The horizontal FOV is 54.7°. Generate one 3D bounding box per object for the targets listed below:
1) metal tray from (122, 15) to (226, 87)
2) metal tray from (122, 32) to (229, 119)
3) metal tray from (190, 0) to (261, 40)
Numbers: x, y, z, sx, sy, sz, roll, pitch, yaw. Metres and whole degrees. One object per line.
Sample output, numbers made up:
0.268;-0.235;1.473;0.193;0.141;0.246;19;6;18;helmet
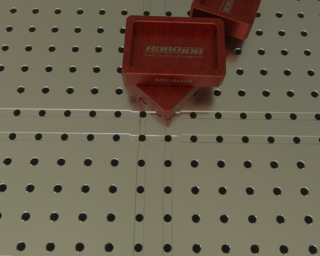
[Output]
0.019;-0.103;0.414;0.131;0.030;0.090;2;70;0;metal tray
0.022;-0.087;0.441;0.090;0.030;0.130;42;75;13;metal tray
0.107;-0.201;0.472;0.090;0.030;0.130;20;62;7;metal tray
